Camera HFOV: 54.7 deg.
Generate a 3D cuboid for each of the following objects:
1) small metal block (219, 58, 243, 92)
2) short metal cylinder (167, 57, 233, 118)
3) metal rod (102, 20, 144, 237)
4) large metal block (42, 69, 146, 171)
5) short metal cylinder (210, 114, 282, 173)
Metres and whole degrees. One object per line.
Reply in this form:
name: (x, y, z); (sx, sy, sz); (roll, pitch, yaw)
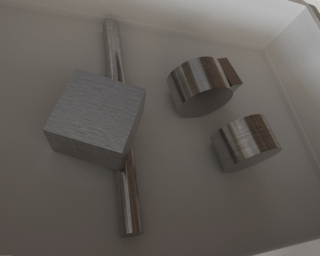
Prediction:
small metal block: (0.094, -0.074, 0.488); (0.025, 0.050, 0.050); (-15, 70, -35)
short metal cylinder: (0.055, -0.055, 0.436); (0.081, 0.080, 0.050); (-5, 64, -31)
metal rod: (-0.051, -0.020, 0.391); (0.025, 0.025, 0.299); (5, 59, -26)
large metal block: (-0.067, -0.008, 0.339); (0.080, 0.050, 0.080); (17, 61, 2)
short metal cylinder: (0.116, 0.023, 0.421); (0.081, 0.080, 0.050); (-8, 66, -32)
